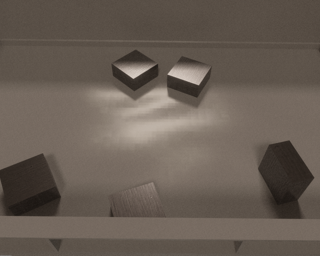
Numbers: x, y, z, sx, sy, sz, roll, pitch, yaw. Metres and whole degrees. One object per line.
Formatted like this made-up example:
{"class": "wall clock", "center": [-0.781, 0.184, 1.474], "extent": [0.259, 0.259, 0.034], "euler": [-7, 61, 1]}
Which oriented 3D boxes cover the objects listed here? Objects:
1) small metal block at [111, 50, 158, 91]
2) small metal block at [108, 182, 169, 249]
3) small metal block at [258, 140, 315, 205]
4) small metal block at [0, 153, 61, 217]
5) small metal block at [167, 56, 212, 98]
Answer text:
{"class": "small metal block", "center": [-0.039, -0.090, 0.480], "extent": [0.050, 0.025, 0.050], "euler": [38, 59, 27]}
{"class": "small metal block", "center": [-0.023, 0.092, 0.328], "extent": [0.050, 0.025, 0.050], "euler": [-15, 52, -13]}
{"class": "small metal block", "center": [0.139, 0.051, 0.348], "extent": [0.025, 0.050, 0.050], "euler": [-11, 51, -10]}
{"class": "small metal block", "center": [-0.147, 0.063, 0.350], "extent": [0.050, 0.025, 0.050], "euler": [-23, 54, -18]}
{"class": "small metal block", "center": [0.045, -0.079, 0.472], "extent": [0.050, 0.025, 0.050], "euler": [22, 53, 17]}
